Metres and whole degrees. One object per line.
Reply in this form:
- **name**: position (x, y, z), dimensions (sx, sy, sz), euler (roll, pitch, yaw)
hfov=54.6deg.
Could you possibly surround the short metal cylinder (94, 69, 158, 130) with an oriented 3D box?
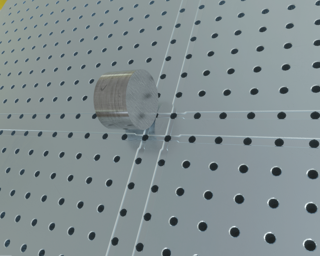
- **short metal cylinder**: position (-0.044, -0.038, 0.420), dimensions (0.050, 0.080, 0.080), euler (1, 62, 29)
